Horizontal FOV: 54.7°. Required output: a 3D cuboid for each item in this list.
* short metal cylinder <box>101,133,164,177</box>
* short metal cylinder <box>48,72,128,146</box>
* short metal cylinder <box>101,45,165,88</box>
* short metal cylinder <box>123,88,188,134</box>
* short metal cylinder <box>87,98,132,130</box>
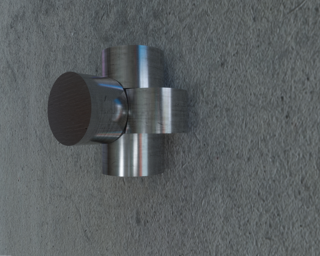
[{"bbox_3d":[-0.035,0.031,0.397,0.080,0.081,0.050,0,90,39],"label":"short metal cylinder"},{"bbox_3d":[-0.083,-0.021,0.351,0.080,0.050,0.079,0,90,39],"label":"short metal cylinder"},{"bbox_3d":[-0.034,-0.071,0.397,0.080,0.081,0.050,-2,89,39],"label":"short metal cylinder"},{"bbox_3d":[-0.007,-0.019,0.374,0.080,0.081,0.050,0,90,39],"label":"short metal cylinder"},{"bbox_3d":[-0.069,-0.019,0.425,0.080,0.081,0.050,-1,89,39],"label":"short metal cylinder"}]
